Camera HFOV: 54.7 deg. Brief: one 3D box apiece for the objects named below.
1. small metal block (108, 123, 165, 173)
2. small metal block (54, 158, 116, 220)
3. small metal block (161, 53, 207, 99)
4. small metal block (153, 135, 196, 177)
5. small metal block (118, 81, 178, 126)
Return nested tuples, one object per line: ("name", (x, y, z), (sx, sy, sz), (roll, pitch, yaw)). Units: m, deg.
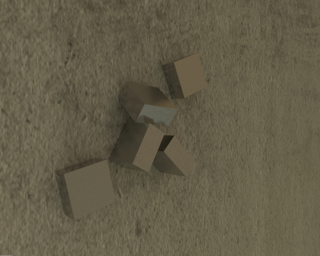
("small metal block", (-0.028, 0.022, 0.367), (0.025, 0.050, 0.050), (35, 68, -35))
("small metal block", (-0.081, 0.064, 0.338), (0.050, 0.025, 0.050), (-17, 101, -39))
("small metal block", (0.035, -0.073, 0.436), (0.050, 0.025, 0.050), (-30, 109, -36))
("small metal block", (0.009, 0.035, 0.398), (0.050, 0.050, 0.025), (50, 60, -29))
("small metal block", (-0.015, -0.029, 0.374), (0.050, 0.050, 0.025), (5, 124, -40))
